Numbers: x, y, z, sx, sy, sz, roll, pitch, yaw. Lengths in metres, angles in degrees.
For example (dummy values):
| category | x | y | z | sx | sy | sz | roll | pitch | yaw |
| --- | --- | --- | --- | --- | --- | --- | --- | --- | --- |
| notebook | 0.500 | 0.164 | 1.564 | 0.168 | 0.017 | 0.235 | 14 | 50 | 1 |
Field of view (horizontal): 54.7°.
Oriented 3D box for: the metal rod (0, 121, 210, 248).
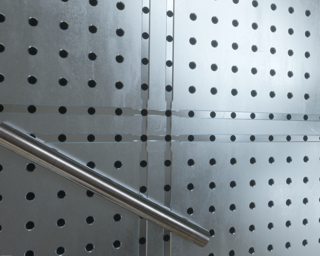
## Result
| category | x | y | z | sx | sy | sz | roll | pitch | yaw |
| --- | --- | --- | --- | --- | --- | --- | --- | --- | --- |
| metal rod | -0.060 | 0.079 | 0.390 | 0.301 | 0.025 | 0.025 | 32 | 80 | -17 |
